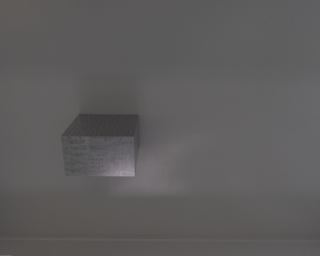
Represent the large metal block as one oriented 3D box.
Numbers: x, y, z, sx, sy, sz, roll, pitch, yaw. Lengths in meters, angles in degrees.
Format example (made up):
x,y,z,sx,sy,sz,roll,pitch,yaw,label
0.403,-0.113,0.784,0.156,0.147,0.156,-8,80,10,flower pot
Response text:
x,y,z,sx,sy,sz,roll,pitch,yaw,label
-0.069,0.019,0.388,0.080,0.080,0.050,1,110,0,large metal block
